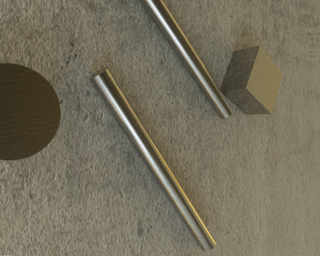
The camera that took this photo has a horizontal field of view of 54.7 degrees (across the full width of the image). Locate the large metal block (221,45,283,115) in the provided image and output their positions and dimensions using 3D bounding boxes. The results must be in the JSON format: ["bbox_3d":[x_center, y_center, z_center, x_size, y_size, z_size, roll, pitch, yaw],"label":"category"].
[{"bbox_3d":[0.154,-0.077,0.518,0.080,0.050,0.080,34,69,-35],"label":"large metal block"}]

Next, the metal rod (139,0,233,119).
[{"bbox_3d":[0.020,-0.124,0.421,0.300,0.025,0.025,50,61,-28],"label":"metal rod"}]

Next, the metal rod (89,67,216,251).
[{"bbox_3d":[0.001,0.056,0.405,0.025,0.025,0.299,-46,117,-30],"label":"metal rod"}]

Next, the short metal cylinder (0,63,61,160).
[{"bbox_3d":[-0.137,-0.013,0.274,0.081,0.050,0.079,0,90,-40],"label":"short metal cylinder"}]
